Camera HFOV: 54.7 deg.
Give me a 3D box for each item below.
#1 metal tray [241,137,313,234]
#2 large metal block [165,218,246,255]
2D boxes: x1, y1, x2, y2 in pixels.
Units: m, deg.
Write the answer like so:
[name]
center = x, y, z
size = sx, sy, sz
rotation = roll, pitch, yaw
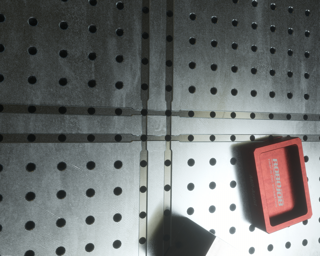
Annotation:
[metal tray]
center = 0.181, 0.084, 0.476
size = 0.091, 0.030, 0.129
rotation = -12, 94, -20
[large metal block]
center = 0.051, 0.175, 0.403
size = 0.050, 0.080, 0.080
rotation = 36, 79, -17
